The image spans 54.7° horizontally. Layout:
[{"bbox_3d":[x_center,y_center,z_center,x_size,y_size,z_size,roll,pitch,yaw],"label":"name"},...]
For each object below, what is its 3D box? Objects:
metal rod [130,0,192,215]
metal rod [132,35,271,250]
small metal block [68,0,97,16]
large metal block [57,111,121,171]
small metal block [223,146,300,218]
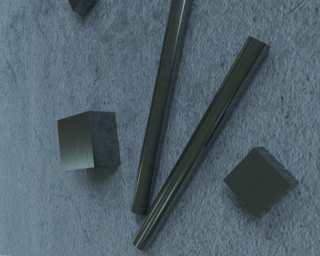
[{"bbox_3d":[0.001,-0.030,0.402,0.025,0.025,0.298,19,102,38],"label":"metal rod"},{"bbox_3d":[0.038,0.034,0.371,0.025,0.025,0.298,41,115,32],"label":"metal rod"},{"bbox_3d":[-0.127,-0.223,0.506,0.050,0.025,0.050,-39,67,33],"label":"small metal block"},{"bbox_3d":[-0.110,0.021,0.477,0.080,0.050,0.080,-11,83,39],"label":"large metal block"},{"bbox_3d":[0.103,0.055,0.319,0.050,0.025,0.050,50,119,28],"label":"small metal block"}]
